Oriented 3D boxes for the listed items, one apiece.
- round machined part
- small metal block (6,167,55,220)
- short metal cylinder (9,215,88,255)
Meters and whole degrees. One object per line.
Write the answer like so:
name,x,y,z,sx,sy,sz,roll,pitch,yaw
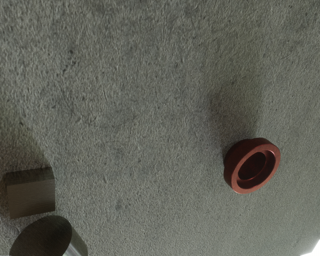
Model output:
round machined part,0.146,0.057,0.511,0.099,0.042,0.097,-14,124,-21
small metal block,-0.154,0.077,0.371,0.050,0.025,0.050,-5,121,-26
short metal cylinder,-0.140,0.160,0.394,0.080,0.080,0.050,-27,128,-12
